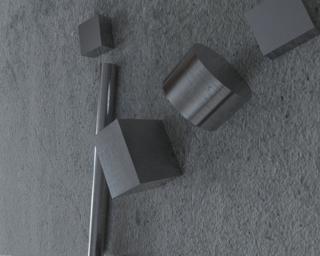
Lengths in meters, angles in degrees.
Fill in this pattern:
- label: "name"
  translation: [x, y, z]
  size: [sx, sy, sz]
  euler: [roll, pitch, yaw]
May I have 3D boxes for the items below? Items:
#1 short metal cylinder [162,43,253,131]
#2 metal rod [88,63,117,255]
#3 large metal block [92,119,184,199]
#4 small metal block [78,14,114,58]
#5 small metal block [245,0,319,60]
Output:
- label: "short metal cylinder"
  translation: [0.050, -0.043, 0.327]
  size: [0.050, 0.081, 0.080]
  euler: [-47, 62, 30]
- label: "metal rod"
  translation: [-0.089, 0.052, 0.475]
  size: [0.025, 0.025, 0.298]
  euler: [7, 95, 39]
- label: "large metal block"
  translation: [-0.027, 0.036, 0.389]
  size: [0.050, 0.081, 0.080]
  euler: [-34, 70, 35]
- label: "small metal block"
  translation: [-0.101, -0.143, 0.485]
  size: [0.050, 0.025, 0.050]
  euler: [-11, 83, 39]
- label: "small metal block"
  translation: [0.120, -0.103, 0.305]
  size: [0.050, 0.025, 0.050]
  euler: [-28, 73, 36]
